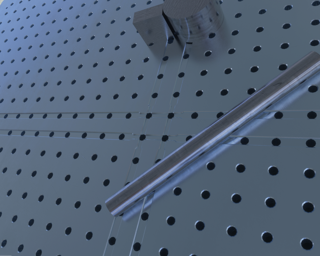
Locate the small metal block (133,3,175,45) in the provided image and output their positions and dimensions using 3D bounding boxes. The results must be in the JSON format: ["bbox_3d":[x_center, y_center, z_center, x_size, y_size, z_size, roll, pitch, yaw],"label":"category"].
[{"bbox_3d":[-0.008,-0.165,0.496,0.050,0.050,0.025,-9,58,23],"label":"small metal block"}]

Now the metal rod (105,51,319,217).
[{"bbox_3d":[0.062,0.009,0.369,0.300,0.025,0.025,-36,51,3],"label":"metal rod"}]

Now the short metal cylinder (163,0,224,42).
[{"bbox_3d":[0.051,-0.179,0.474,0.080,0.050,0.080,-13,57,21],"label":"short metal cylinder"}]
